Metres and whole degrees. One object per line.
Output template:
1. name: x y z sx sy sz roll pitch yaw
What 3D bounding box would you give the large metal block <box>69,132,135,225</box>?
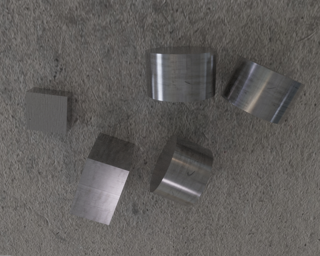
1. large metal block: -0.073 0.063 0.403 0.050 0.080 0.079 19 109 -7

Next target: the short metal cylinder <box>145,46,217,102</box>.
1. short metal cylinder: 0.024 -0.065 0.357 0.080 0.080 0.050 -1 110 0

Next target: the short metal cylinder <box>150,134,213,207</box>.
1. short metal cylinder: 0.026 0.055 0.401 0.050 0.080 0.080 24 108 -9

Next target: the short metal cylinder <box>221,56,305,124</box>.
1. short metal cylinder: 0.119 -0.046 0.365 0.080 0.080 0.050 21 109 -8

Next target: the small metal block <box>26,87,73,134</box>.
1. small metal block: -0.142 -0.023 0.400 0.050 0.025 0.050 7 110 -3
